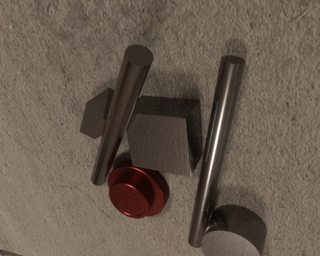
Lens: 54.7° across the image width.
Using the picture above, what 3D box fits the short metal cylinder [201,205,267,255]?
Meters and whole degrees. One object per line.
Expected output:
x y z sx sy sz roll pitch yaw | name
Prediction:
0.103 0.154 0.431 0.080 0.050 0.079 13 124 20 | short metal cylinder

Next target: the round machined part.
-0.039 0.100 0.476 0.098 0.042 0.097 13 124 20 | round machined part

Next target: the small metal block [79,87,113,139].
-0.078 -0.019 0.414 0.050 0.050 0.025 -25 137 36 | small metal block

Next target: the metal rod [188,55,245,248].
0.066 0.053 0.403 0.025 0.025 0.298 17 125 18 | metal rod

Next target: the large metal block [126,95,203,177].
0.007 0.008 0.391 0.080 0.050 0.079 7 122 24 | large metal block

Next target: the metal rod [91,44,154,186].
-0.059 0.011 0.388 0.025 0.025 0.298 36 146 4 | metal rod
